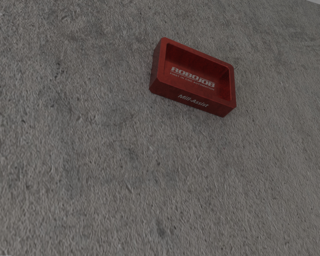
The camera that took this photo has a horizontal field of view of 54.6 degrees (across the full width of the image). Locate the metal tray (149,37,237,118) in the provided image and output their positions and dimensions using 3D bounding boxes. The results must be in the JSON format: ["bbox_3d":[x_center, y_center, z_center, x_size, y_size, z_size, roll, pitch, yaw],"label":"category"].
[{"bbox_3d":[0.052,-0.077,0.474,0.131,0.030,0.090,18,55,-18],"label":"metal tray"}]
